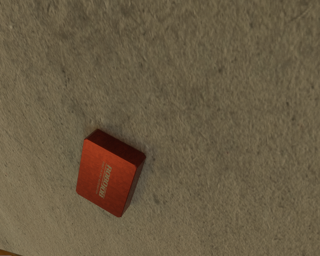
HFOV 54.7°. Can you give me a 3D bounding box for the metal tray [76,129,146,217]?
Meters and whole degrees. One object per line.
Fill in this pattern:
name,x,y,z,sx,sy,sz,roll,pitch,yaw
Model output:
metal tray,-0.082,0.075,0.491,0.090,0.030,0.129,27,128,10
